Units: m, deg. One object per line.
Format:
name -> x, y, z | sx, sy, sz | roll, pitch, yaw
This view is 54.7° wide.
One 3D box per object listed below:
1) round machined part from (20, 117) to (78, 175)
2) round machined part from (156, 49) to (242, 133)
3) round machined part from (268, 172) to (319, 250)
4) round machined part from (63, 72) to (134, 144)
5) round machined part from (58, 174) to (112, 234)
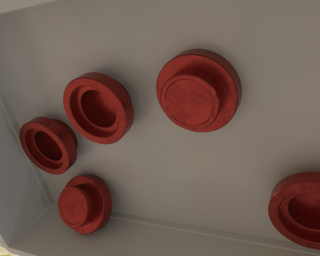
round machined part -> -0.175, 0.024, 0.505 | 0.098, 0.042, 0.097 | 13, 124, 21
round machined part -> 0.040, -0.037, 0.354 | 0.098, 0.042, 0.097 | 13, 124, 21
round machined part -> 0.180, 0.090, 0.359 | 0.098, 0.042, 0.097 | 13, 124, 21
round machined part -> -0.078, -0.030, 0.420 | 0.098, 0.042, 0.097 | 13, 124, 21
round machined part -> -0.132, 0.128, 0.519 | 0.098, 0.042, 0.097 | -2, 87, 31
